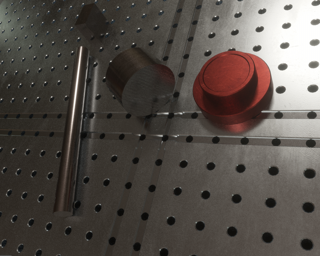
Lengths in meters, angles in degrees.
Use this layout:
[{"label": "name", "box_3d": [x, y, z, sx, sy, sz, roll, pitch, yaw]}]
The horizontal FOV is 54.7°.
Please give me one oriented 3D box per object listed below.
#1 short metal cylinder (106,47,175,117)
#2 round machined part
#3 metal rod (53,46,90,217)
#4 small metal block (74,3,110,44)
[{"label": "short metal cylinder", "box_3d": [-0.027, -0.063, 0.424, 0.080, 0.080, 0.050, -41, 51, 0]}, {"label": "round machined part", "box_3d": [0.087, -0.057, 0.386, 0.098, 0.042, 0.098, -13, 56, 20]}, {"label": "metal rod", "box_3d": [-0.134, -0.014, 0.484, 0.025, 0.025, 0.299, -16, 55, 19]}, {"label": "small metal block", "box_3d": [-0.125, -0.192, 0.573, 0.025, 0.050, 0.050, 0, 62, 28]}]
